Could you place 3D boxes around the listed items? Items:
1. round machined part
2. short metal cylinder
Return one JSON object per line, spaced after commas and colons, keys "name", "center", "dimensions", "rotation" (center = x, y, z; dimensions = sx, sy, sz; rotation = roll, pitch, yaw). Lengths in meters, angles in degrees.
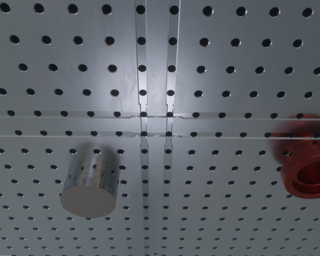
{"name": "round machined part", "center": [0.225, 0.057, 0.451], "dimensions": [0.099, 0.042, 0.097], "rotation": [0, 130, 0]}
{"name": "short metal cylinder", "center": [-0.105, 0.093, 0.474], "dimensions": [0.081, 0.050, 0.079], "rotation": [0, 130, 0]}
